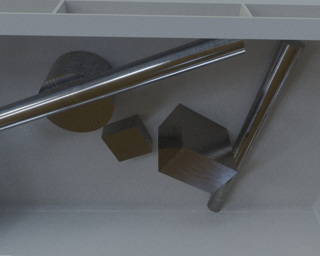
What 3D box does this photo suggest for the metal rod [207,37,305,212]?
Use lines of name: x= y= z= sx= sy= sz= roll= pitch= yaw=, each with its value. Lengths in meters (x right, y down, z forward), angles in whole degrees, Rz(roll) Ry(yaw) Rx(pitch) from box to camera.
metal rod: x=0.118 y=0.020 z=0.427 sx=0.025 sy=0.025 sz=0.298 roll=7 pitch=130 yaw=-7

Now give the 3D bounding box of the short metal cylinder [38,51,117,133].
short metal cylinder: x=-0.091 y=-0.041 z=0.356 sx=0.081 sy=0.050 sz=0.079 roll=0 pitch=130 yaw=0

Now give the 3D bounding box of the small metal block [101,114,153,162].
small metal block: x=-0.043 y=0.015 z=0.421 sx=0.050 sy=0.025 sz=0.050 roll=-18 pitch=128 yaw=14

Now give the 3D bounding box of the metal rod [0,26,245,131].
metal rod: x=-0.068 y=-0.039 z=0.309 sx=0.301 sy=0.025 sz=0.025 roll=-16 pitch=129 yaw=12

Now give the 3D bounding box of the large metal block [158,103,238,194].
large metal block: x=0.045 y=0.026 z=0.396 sx=0.080 sy=0.080 sz=0.050 roll=26 pitch=125 yaw=-21
